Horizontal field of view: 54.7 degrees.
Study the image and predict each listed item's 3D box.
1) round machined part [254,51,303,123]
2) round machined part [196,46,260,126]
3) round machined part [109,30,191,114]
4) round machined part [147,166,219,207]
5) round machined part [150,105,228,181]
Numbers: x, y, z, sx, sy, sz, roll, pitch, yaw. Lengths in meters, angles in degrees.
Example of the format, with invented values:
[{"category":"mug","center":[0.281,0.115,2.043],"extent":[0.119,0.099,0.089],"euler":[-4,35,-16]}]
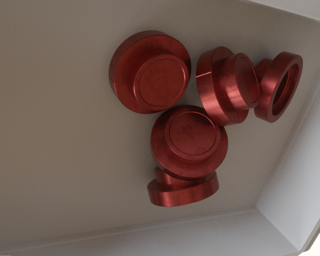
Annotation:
[{"category":"round machined part","center":[0.157,-0.060,0.434],"extent":[0.099,0.042,0.097],"euler":[-34,138,-36]},{"category":"round machined part","center":[0.089,-0.053,0.380],"extent":[0.099,0.042,0.098],"euler":[18,66,-47]},{"category":"round machined part","center":[-0.006,-0.059,0.359],"extent":[0.099,0.042,0.097],"euler":[-14,125,-21]},{"category":"round machined part","center":[0.029,0.070,0.431],"extent":[0.099,0.098,0.042],"euler":[-15,96,-20]},{"category":"round machined part","center":[0.037,0.014,0.388],"extent":[0.099,0.098,0.042],"euler":[-24,161,-15]}]
